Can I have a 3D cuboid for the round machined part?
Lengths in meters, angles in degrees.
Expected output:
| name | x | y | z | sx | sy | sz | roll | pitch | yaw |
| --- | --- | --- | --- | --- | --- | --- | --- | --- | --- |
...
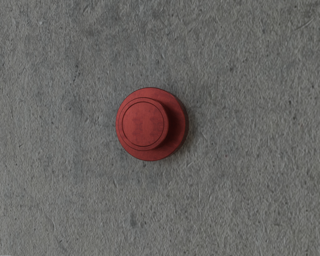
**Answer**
| name | x | y | z | sx | sy | sz | roll | pitch | yaw |
| --- | --- | --- | --- | --- | --- | --- | --- | --- | --- |
| round machined part | -0.015 | -0.005 | 0.405 | 0.098 | 0.042 | 0.097 | 0 | 90 | 19 |
